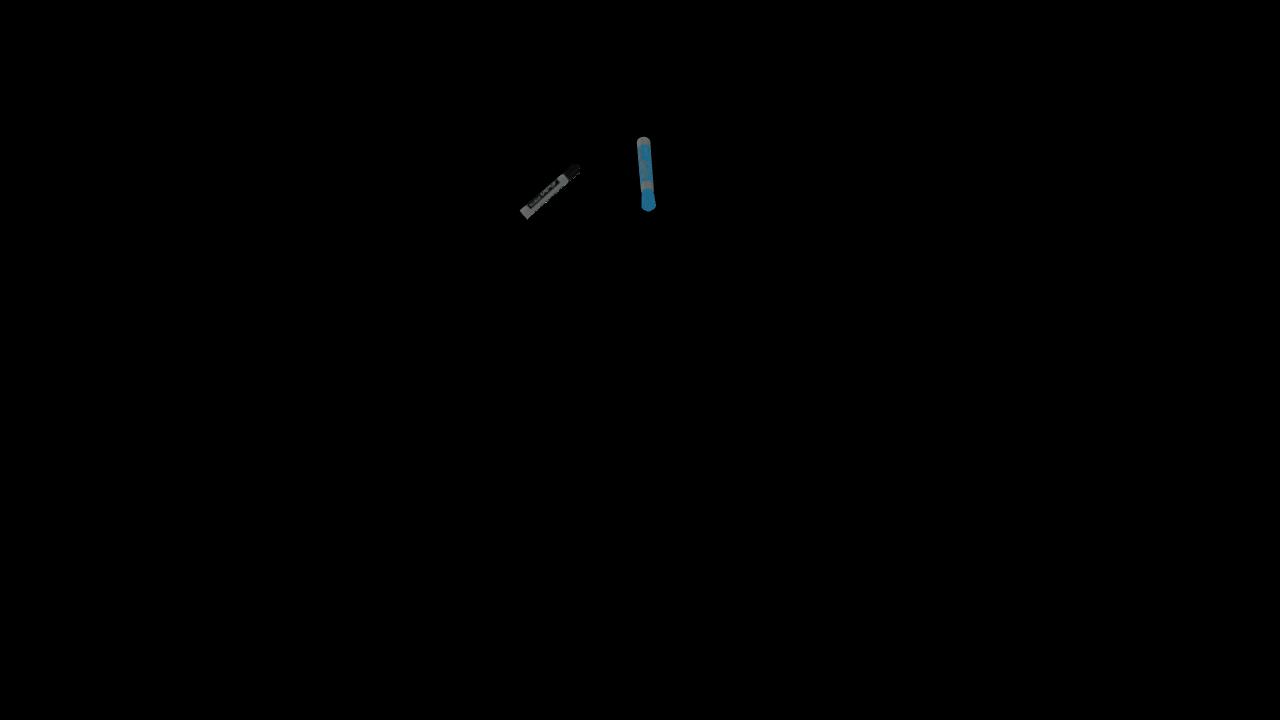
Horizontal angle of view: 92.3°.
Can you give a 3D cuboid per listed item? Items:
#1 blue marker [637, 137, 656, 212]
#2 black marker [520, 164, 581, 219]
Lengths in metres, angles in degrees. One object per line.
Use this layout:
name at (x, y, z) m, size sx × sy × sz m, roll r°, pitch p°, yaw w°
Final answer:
blue marker at (0.008, -0.245, 0.812) m, size 0.020 × 0.121 × 0.020 m, roll -3°, pitch -28°, yaw -1°
black marker at (-0.144, -0.275, 0.998) m, size 0.121 × 0.020 × 0.020 m, roll -41°, pitch 0°, yaw 0°
